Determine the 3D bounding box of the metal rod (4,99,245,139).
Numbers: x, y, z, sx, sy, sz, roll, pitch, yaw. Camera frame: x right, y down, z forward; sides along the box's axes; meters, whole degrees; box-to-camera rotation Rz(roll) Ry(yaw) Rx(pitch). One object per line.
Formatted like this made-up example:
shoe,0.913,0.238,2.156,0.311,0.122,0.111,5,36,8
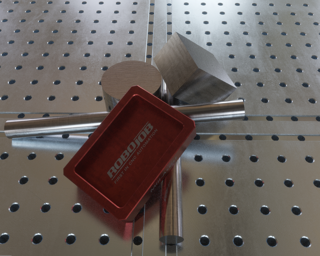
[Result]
metal rod,-0.048,-0.010,0.394,0.302,0.025,0.025,-5,50,5

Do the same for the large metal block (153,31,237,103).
large metal block,0.048,-0.076,0.430,0.080,0.050,0.080,17,37,-40

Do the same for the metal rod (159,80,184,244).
metal rod,0.014,-0.002,0.409,0.025,0.025,0.300,1,50,1

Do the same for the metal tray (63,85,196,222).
metal tray,-0.032,0.026,0.348,0.090,0.030,0.130,34,78,18

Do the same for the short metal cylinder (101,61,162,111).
short metal cylinder,-0.038,-0.049,0.432,0.081,0.050,0.080,0,50,0
